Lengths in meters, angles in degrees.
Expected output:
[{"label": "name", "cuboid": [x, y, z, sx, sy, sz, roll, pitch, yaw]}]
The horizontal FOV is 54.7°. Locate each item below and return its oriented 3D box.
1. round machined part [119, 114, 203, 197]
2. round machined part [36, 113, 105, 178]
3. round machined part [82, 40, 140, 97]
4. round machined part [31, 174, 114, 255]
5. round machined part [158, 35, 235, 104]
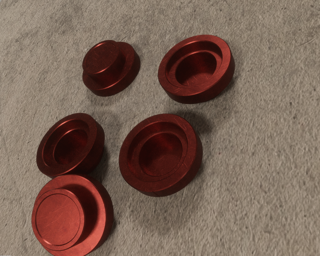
[{"label": "round machined part", "cuboid": [0.004, 0.035, 0.368, 0.098, 0.042, 0.098, -13, 56, 20]}, {"label": "round machined part", "cuboid": [-0.118, 0.030, 0.432, 0.098, 0.042, 0.098, -15, 52, 20]}, {"label": "round machined part", "cuboid": [-0.085, -0.102, 0.498, 0.098, 0.042, 0.098, -13, 56, 20]}, {"label": "round machined part", "cuboid": [-0.108, 0.103, 0.362, 0.098, 0.042, 0.097, -2, 83, 15]}, {"label": "round machined part", "cuboid": [0.050, -0.072, 0.410, 0.098, 0.042, 0.098, -13, 56, 20]}]
